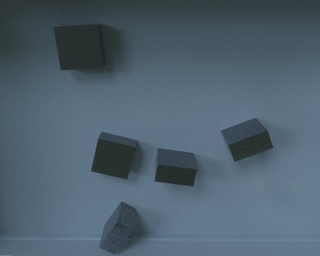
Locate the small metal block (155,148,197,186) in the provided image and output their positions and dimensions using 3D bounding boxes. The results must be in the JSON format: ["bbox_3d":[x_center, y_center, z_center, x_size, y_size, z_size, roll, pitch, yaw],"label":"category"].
[{"bbox_3d":[0.020,0.052,0.417,0.050,0.050,0.025,8,110,-4],"label":"small metal block"}]

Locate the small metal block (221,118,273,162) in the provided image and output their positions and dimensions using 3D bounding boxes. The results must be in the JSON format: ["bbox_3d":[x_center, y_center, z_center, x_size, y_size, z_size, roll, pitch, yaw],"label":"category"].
[{"bbox_3d":[0.112,0.014,0.405,0.050,0.050,0.025,-21,109,7],"label":"small metal block"}]

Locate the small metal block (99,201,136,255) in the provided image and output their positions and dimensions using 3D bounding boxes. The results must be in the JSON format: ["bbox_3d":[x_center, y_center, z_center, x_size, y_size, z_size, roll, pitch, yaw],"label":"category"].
[{"bbox_3d":[-0.061,0.145,0.450,0.025,0.050,0.050,31,107,-11],"label":"small metal block"}]

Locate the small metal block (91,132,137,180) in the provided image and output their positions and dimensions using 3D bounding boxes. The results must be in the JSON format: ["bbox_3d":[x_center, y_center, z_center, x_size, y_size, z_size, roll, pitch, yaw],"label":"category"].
[{"bbox_3d":[-0.063,0.038,0.424,0.050,0.025,0.050,14,109,-6],"label":"small metal block"}]

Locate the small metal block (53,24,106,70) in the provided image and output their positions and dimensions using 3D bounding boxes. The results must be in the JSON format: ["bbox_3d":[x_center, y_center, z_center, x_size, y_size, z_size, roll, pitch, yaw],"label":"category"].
[{"bbox_3d":[-0.095,-0.098,0.374,0.050,0.025,0.050,-3,110,1],"label":"small metal block"}]
